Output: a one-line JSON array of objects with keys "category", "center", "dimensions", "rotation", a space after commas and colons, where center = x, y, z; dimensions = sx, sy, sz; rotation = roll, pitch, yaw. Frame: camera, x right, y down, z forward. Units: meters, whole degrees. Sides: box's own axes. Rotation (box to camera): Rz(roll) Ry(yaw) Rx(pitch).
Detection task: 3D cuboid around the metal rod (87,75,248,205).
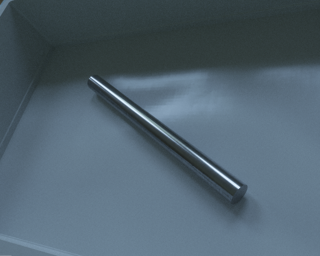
[{"category": "metal rod", "center": [-0.012, -0.003, 0.410], "dimensions": [0.025, 0.025, 0.300], "rotation": [-48, 52, -6]}]
